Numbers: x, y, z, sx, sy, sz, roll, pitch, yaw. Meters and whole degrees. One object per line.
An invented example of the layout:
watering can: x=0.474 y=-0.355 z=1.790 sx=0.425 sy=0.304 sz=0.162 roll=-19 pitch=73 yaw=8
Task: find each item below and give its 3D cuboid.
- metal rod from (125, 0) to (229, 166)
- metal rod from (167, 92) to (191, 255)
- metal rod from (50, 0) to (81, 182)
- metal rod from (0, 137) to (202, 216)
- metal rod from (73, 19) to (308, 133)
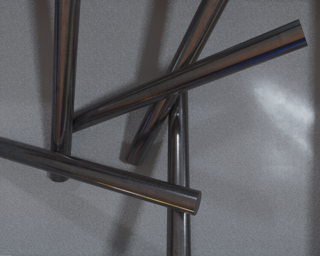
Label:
metal rod: x=0.028 y=-0.076 z=0.349 sx=0.025 sy=0.025 sz=0.298 roll=28 pitch=116 yaw=-1
metal rod: x=0.021 y=0.064 z=0.348 sx=0.025 sy=0.025 sz=0.299 roll=2 pitch=64 yaw=0
metal rod: x=-0.107 y=-0.067 z=0.347 sx=0.025 sy=0.025 sz=0.298 roll=11 pitch=116 yaw=-1
metal rod: x=-0.101 y=0.046 z=0.359 sx=0.301 sy=0.025 sz=0.025 roll=12 pitch=90 yaw=20
metal rod: x=0.000 y=-0.043 z=0.342 sx=0.300 sy=0.025 sz=0.025 roll=-18 pitch=91 yaw=28
